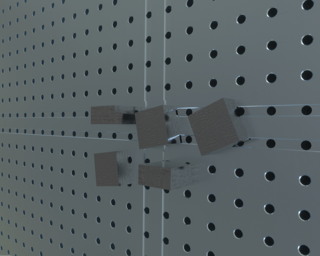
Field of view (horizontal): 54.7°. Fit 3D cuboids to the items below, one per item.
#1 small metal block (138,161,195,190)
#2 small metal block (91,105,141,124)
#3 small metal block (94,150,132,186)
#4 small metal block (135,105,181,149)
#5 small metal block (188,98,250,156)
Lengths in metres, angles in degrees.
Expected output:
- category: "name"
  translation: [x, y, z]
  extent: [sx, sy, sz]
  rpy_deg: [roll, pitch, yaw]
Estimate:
- category: "small metal block"
  translation: [0.009, 0.057, 0.384]
  extent: [0.050, 0.050, 0.025]
  rpy_deg: [1, 91, 39]
- category: "small metal block"
  translation: [-0.063, -0.018, 0.443]
  extent: [0.050, 0.050, 0.025]
  rpy_deg: [0, 90, 39]
- category: "small metal block"
  translation: [-0.072, 0.061, 0.466]
  extent: [0.050, 0.025, 0.050]
  rpy_deg: [-9, 84, 39]
- category: "small metal block"
  translation: [-0.004, 0.000, 0.411]
  extent: [0.050, 0.025, 0.050]
  rpy_deg: [-13, 82, 39]
- category: "small metal block"
  translation: [0.066, -0.001, 0.354]
  extent: [0.050, 0.025, 0.050]
  rpy_deg: [-28, 73, 36]
